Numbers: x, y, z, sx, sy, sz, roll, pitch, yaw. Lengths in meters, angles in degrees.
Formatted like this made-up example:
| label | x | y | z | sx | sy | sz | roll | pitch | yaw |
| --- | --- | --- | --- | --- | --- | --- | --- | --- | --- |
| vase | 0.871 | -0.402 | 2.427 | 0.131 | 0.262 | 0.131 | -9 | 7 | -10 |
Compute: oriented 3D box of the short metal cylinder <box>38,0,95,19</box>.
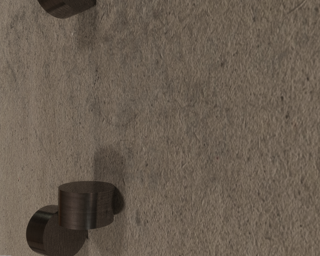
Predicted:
| label | x | y | z | sx | sy | sz | roll | pitch | yaw |
| --- | --- | --- | --- | --- | --- | --- | --- | --- | --- |
| short metal cylinder | -0.149 | -0.220 | 0.489 | 0.050 | 0.081 | 0.079 | -2 | 89 | 40 |

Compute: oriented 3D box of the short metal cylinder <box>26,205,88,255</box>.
| label | x | y | z | sx | sy | sz | roll | pitch | yaw |
| --- | --- | --- | --- | --- | --- | --- | --- | --- | --- |
| short metal cylinder | -0.166 | 0.168 | 0.503 | 0.050 | 0.081 | 0.080 | -6 | 86 | 39 |

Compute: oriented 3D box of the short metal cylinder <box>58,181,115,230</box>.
| label | x | y | z | sx | sy | sz | roll | pitch | yaw |
| --- | --- | --- | --- | --- | --- | --- | --- | --- | --- |
| short metal cylinder | -0.108 | 0.111 | 0.456 | 0.080 | 0.081 | 0.050 | 3 | 92 | 39 |
